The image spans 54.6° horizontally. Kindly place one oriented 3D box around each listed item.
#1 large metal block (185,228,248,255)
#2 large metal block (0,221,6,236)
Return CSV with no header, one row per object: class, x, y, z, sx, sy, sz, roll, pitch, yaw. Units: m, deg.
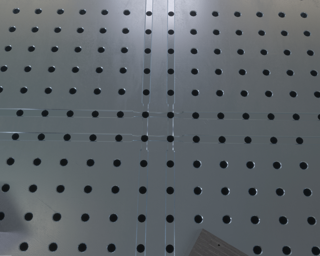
large metal block,0.060,0.167,0.338,0.080,0.050,0.080,29,73,10
large metal block,-0.232,0.097,0.346,0.050,0.080,0.080,-35,74,-11
